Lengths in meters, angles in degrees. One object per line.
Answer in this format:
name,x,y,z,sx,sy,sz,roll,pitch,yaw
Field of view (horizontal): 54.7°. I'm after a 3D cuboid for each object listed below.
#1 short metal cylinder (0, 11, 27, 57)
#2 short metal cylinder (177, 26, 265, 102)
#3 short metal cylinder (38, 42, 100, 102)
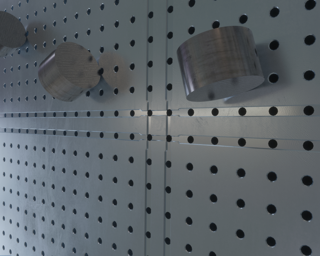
short metal cylinder,-0.330,-0.195,0.646,0.050,0.081,0.080,-18,79,38
short metal cylinder,0.062,-0.063,0.323,0.080,0.081,0.050,-18,78,38
short metal cylinder,-0.143,-0.088,0.492,0.050,0.081,0.080,-27,73,37
